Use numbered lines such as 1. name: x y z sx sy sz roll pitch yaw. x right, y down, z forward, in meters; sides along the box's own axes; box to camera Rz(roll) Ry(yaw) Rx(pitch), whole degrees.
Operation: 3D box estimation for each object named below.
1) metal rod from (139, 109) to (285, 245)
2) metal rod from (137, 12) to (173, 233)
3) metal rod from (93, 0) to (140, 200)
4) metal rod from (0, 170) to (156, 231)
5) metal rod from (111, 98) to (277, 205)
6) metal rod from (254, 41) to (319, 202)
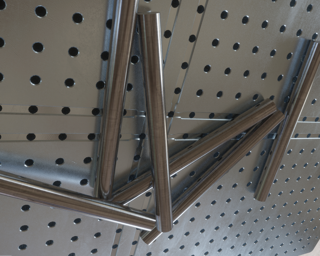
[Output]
1. metal rod: 0.084 0.079 0.504 0.300 0.025 0.025 -44 129 2
2. metal rod: -0.003 0.012 0.394 0.025 0.025 0.298 -15 118 -20
3. metal rod: -0.052 -0.040 0.357 0.025 0.025 0.298 -3 120 -27
4. metal rod: -0.131 0.080 0.368 0.301 0.025 0.025 25 105 -31
5. metal rod: 0.044 0.040 0.459 0.301 0.025 0.025 -30 129 -9
6. metal rod: 0.215 0.003 0.529 0.025 0.025 0.298 -5 121 -26
